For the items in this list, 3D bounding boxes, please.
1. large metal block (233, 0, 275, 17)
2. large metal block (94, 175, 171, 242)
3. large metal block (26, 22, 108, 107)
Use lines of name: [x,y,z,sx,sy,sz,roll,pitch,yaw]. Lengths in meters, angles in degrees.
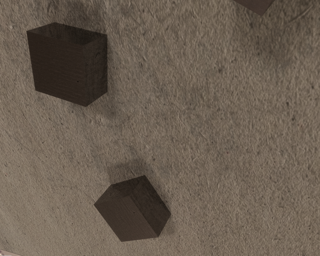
large metal block: [0.086,-0.142,0.238,0.050,0.080,0.079,33,129,6]
large metal block: [-0.043,0.129,0.492,0.080,0.050,0.080,-22,107,36]
large metal block: [-0.116,-0.083,0.399,0.080,0.050,0.079,18,126,17]
